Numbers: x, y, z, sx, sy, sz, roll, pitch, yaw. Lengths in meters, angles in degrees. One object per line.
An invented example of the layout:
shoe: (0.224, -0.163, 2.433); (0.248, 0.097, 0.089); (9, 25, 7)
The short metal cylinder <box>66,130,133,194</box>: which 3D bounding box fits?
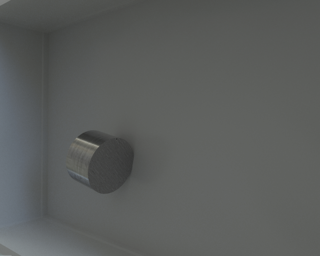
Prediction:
short metal cylinder: (-0.085, 0.047, 0.442); (0.050, 0.081, 0.080); (15, 100, 39)
